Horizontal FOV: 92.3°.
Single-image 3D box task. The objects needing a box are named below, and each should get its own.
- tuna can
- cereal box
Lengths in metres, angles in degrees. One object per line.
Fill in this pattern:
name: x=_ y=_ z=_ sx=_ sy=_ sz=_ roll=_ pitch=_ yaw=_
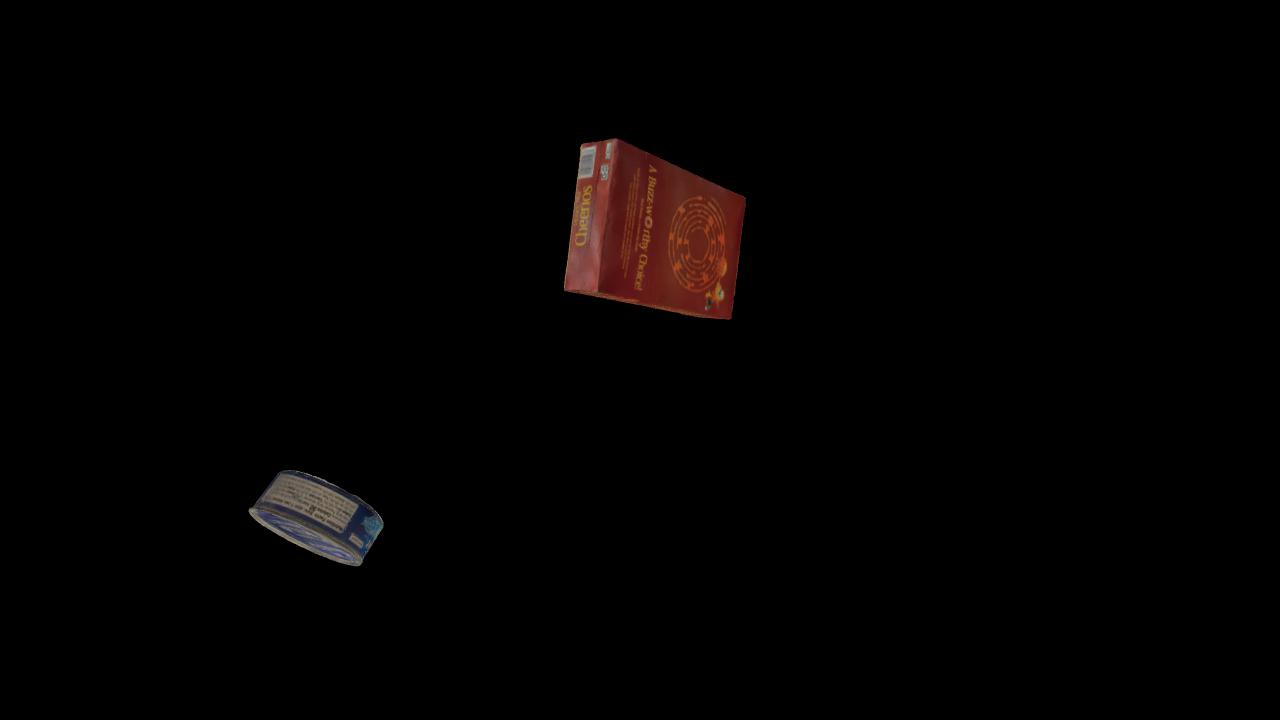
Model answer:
tuna can: x=-0.230 y=0.114 z=0.442 sx=0.084 sy=0.034 sz=0.084 roll=15 pitch=-36 yaw=11
cereal box: x=0.035 y=-0.177 z=0.911 sx=0.081 sy=0.203 sz=0.306 roll=8 pitch=2 yaw=43
